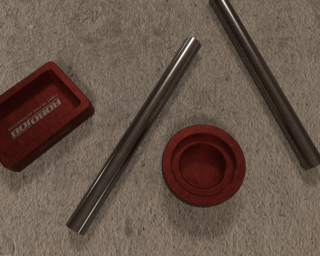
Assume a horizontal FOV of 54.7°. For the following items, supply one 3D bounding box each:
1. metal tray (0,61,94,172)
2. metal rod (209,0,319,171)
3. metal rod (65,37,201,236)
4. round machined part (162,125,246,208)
[{"bbox_3d":[-0.166,-0.017,0.409,0.130,0.030,0.090,-41,75,-14],"label":"metal tray"},{"bbox_3d":[0.141,-0.082,0.439,0.025,0.025,0.299,-20,71,-8],"label":"metal rod"},{"bbox_3d":[-0.025,-0.002,0.408,0.025,0.025,0.300,28,72,9],"label":"metal rod"},{"bbox_3d":[0.051,0.049,0.382,0.099,0.042,0.098,0,70,-1],"label":"round machined part"}]
